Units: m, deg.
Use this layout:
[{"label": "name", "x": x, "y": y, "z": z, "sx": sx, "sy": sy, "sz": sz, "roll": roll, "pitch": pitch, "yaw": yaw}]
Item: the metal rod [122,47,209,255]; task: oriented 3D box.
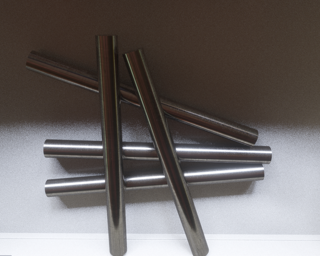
[{"label": "metal rod", "x": 0.014, "y": 0.046, "z": 0.400, "sx": 0.025, "sy": 0.025, "sz": 0.298, "roll": -17, "pitch": 110, "yaw": 6}]

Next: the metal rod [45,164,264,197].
[{"label": "metal rod", "x": -0.008, "y": 0.073, "z": 0.437, "sx": 0.302, "sy": 0.025, "sz": 0.025, "roll": -5, "pitch": 110, "yaw": 1}]

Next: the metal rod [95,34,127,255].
[{"label": "metal rod", "x": -0.060, "y": 0.037, "z": 0.395, "sx": 0.025, "sy": 0.025, "sz": 0.298, "roll": 0, "pitch": 110, "yaw": -1}]

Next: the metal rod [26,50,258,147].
[{"label": "metal rod", "x": -0.016, "y": -0.034, "z": 0.396, "sx": 0.302, "sy": 0.025, "sz": 0.025, "roll": 19, "pitch": 109, "yaw": -8}]

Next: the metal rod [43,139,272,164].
[{"label": "metal rod", "x": -0.002, "y": 0.032, "z": 0.421, "sx": 0.302, "sy": 0.025, "sz": 0.025, "roll": 2, "pitch": 110, "yaw": -1}]
